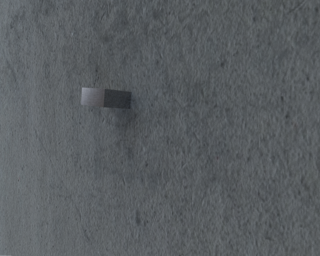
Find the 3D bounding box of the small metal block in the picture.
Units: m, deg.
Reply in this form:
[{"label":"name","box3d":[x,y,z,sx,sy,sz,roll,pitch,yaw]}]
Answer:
[{"label":"small metal block","box3d":[-0.078,-0.043,0.451,0.050,0.050,0.025,9,96,39]}]
